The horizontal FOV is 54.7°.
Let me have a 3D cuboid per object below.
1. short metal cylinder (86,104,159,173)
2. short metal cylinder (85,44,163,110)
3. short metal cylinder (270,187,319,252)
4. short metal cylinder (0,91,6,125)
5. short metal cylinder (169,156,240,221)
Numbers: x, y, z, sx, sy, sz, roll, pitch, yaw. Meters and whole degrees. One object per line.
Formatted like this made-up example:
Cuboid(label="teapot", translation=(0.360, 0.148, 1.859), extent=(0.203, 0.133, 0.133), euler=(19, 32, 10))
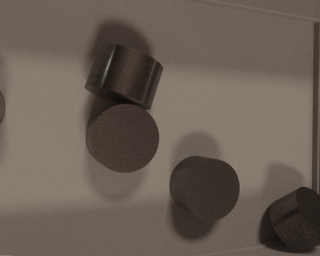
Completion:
Cuboid(label="short metal cylinder", translation=(-0.047, 0.012, 0.381), extent=(0.081, 0.050, 0.079), euler=(0, 90, -21))
Cuboid(label="short metal cylinder", translation=(-0.042, -0.058, 0.366), extent=(0.081, 0.080, 0.050), euler=(19, 84, -20))
Cuboid(label="short metal cylinder", translation=(0.211, 0.134, 0.457), extent=(0.080, 0.050, 0.080), euler=(22, 44, -22))
Cuboid(label="short metal cylinder", translation=(-0.208, -0.024, 0.320), extent=(0.081, 0.050, 0.079), euler=(0, 90, -21))
Cuboid(label="short metal cylinder", translation=(0.060, 0.080, 0.421), extent=(0.081, 0.050, 0.079), euler=(0, 90, -21))
